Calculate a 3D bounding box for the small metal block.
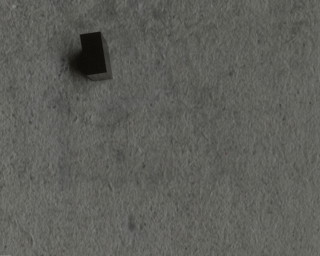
[{"bbox_3d":[-0.080,-0.090,0.396,0.025,0.050,0.050,-9,90,0],"label":"small metal block"}]
